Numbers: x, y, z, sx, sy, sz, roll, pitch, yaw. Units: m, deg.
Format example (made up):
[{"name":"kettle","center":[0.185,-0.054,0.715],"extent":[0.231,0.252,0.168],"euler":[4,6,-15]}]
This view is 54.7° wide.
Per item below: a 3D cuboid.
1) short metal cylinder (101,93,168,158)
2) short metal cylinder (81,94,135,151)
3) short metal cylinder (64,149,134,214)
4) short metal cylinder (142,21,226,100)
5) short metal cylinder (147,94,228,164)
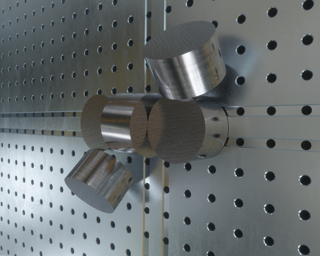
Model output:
[{"name":"short metal cylinder","center":[-0.028,-0.005,0.394],"extent":[0.050,0.081,0.079],"euler":[6,94,39]},{"name":"short metal cylinder","center":[-0.069,-0.007,0.447],"extent":[0.080,0.050,0.079],"euler":[0,90,39]},{"name":"short metal cylinder","center":[-0.084,0.075,0.433],"extent":[0.080,0.050,0.080],"euler":[23,146,17]},{"name":"short metal cylinder","center":[0.027,-0.075,0.341],"extent":[0.080,0.080,0.050],"euler":[11,139,39]},{"name":"short metal cylinder","center":[0.032,0.000,0.364],"extent":[0.080,0.050,0.079],"euler":[0,90,39]}]
